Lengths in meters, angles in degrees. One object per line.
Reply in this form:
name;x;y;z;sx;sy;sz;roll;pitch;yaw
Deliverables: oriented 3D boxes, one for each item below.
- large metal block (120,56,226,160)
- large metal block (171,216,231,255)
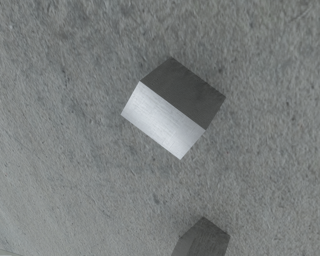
large metal block;0.017;-0.025;0.346;0.080;0.080;0.050;37;129;3
large metal block;0.053;0.194;0.462;0.050;0.080;0.079;36;129;4
